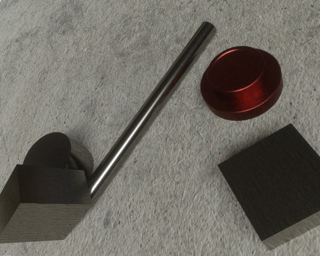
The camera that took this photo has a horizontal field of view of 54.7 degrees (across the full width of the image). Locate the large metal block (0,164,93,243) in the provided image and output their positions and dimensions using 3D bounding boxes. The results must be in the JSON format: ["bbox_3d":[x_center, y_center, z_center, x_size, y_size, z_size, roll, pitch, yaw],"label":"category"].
[{"bbox_3d":[-0.139,0.091,0.366,0.080,0.081,0.050,-51,46,28],"label":"large metal block"}]

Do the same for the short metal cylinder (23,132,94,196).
[{"bbox_3d":[-0.140,0.052,0.427,0.080,0.050,0.080,-13,56,20],"label":"short metal cylinder"}]

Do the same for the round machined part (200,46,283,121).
[{"bbox_3d":[0.096,-0.061,0.379,0.098,0.042,0.098,-13,56,20],"label":"round machined part"}]

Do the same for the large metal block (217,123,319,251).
[{"bbox_3d":[0.114,0.056,0.293,0.080,0.050,0.080,-31,52,7],"label":"large metal block"}]

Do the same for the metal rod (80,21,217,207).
[{"bbox_3d":[-0.012,-0.027,0.425,0.025,0.025,0.300,26,76,36],"label":"metal rod"}]
